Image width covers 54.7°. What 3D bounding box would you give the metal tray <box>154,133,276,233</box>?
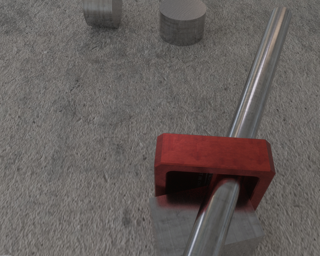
[{"bbox_3d":[0.042,0.059,0.286,0.091,0.129,0.030,3,50,3],"label":"metal tray"}]

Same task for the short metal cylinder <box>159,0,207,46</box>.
[{"bbox_3d":[0.039,-0.189,0.546,0.081,0.050,0.080,0,50,0],"label":"short metal cylinder"}]

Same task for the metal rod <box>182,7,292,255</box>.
[{"bbox_3d":[0.085,-0.019,0.291,0.025,0.025,0.300,18,58,14],"label":"metal rod"}]

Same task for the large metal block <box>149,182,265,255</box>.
[{"bbox_3d":[0.036,0.094,0.277,0.081,0.080,0.050,-11,53,-7],"label":"large metal block"}]

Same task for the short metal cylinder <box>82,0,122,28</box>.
[{"bbox_3d":[-0.101,-0.222,0.554,0.050,0.080,0.080,5,50,4],"label":"short metal cylinder"}]
